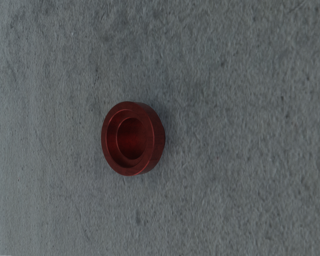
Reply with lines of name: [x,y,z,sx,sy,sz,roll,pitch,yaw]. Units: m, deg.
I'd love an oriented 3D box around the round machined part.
round machined part: [-0.031,0.014,0.418,0.098,0.042,0.097,0,90,39]
